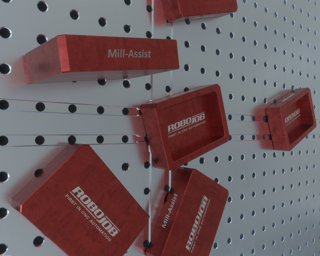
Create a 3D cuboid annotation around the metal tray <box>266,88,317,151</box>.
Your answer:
[{"bbox_3d":[0.269,-0.020,0.629,0.131,0.030,0.090,-28,108,-36],"label":"metal tray"}]

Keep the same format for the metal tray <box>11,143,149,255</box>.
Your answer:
[{"bbox_3d":[-0.079,0.092,0.339,0.090,0.030,0.130,-49,119,-29],"label":"metal tray"}]

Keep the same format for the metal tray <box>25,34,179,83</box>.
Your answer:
[{"bbox_3d":[-0.056,-0.068,0.318,0.131,0.090,0.030,-11,97,-39],"label":"metal tray"}]

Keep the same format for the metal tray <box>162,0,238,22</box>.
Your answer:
[{"bbox_3d":[0.056,-0.208,0.451,0.131,0.030,0.090,-21,104,-38],"label":"metal tray"}]

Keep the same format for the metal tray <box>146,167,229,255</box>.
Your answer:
[{"bbox_3d":[0.044,0.132,0.442,0.090,0.030,0.130,36,68,-34],"label":"metal tray"}]

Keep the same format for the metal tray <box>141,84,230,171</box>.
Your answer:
[{"bbox_3d":[0.041,-0.005,0.438,0.131,0.030,0.090,-21,104,-38],"label":"metal tray"}]
